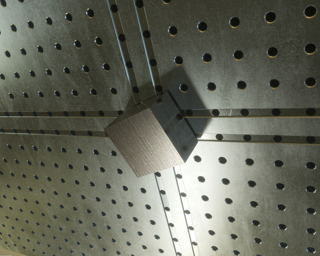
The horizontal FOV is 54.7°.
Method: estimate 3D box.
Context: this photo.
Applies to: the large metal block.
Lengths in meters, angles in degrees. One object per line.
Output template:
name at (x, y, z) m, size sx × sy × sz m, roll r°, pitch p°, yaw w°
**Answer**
large metal block at (-0.011, 0.010, 0.402) m, size 0.080 × 0.050 × 0.080 m, roll -23°, pitch 107°, yaw 36°
